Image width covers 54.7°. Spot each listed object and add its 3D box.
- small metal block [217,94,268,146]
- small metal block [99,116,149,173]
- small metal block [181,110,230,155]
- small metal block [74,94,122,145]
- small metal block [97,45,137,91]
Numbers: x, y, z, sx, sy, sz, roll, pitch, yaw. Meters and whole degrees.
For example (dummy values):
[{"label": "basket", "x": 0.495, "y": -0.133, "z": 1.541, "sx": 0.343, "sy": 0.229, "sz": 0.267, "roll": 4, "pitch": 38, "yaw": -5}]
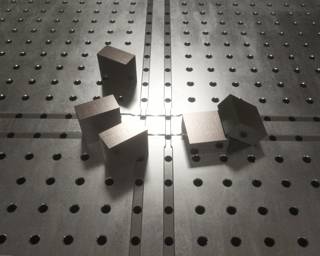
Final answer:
[{"label": "small metal block", "x": 0.106, "y": -0.010, "z": 0.402, "sx": 0.050, "sy": 0.025, "sz": 0.050, "roll": 20, "pitch": 43, "yaw": -29}, {"label": "small metal block", "x": -0.042, "y": 0.020, "z": 0.374, "sx": 0.050, "sy": 0.050, "sz": 0.025, "roll": -27, "pitch": 56, "yaw": -21}, {"label": "small metal block", "x": 0.058, "y": 0.006, "z": 0.404, "sx": 0.050, "sy": 0.025, "sz": 0.050, "roll": -6, "pitch": 50, "yaw": -6}, {"label": "small metal block", "x": -0.078, "y": -0.010, "z": 0.399, "sx": 0.050, "sy": 0.050, "sz": 0.025, "roll": -19, "pitch": 53, "yaw": -16}, {"label": "small metal block", "x": -0.064, "y": -0.091, "z": 0.467, "sx": 0.050, "sy": 0.050, "sz": 0.025, "roll": 23, "pitch": 54, "yaw": 18}]
